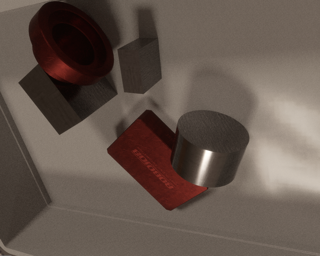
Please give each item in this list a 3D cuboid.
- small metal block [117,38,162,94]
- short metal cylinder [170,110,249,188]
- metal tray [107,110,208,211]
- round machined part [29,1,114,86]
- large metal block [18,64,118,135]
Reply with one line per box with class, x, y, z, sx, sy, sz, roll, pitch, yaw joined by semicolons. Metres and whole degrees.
small metal block;-0.022;-0.073;0.358;0.025;0.050;0.050;8;122;24
short metal cylinder;0.056;0.022;0.356;0.080;0.080;0.050;21;126;15
metal tray;-0.001;0.048;0.435;0.130;0.030;0.090;45;129;-4
round machined part;-0.104;-0.091;0.357;0.042;0.098;0.098;-30;102;33
large metal block;-0.115;-0.051;0.400;0.050;0.080;0.080;-26;105;37
